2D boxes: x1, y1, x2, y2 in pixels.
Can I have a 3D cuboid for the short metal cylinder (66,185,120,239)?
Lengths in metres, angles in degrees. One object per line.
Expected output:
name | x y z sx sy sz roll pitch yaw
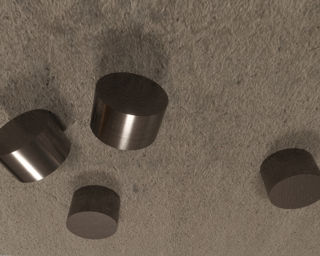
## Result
short metal cylinder | -0.108 0.139 0.508 0.081 0.050 0.079 0 130 0

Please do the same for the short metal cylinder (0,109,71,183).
short metal cylinder | -0.161 0.021 0.387 0.080 0.080 0.050 -15 129 12

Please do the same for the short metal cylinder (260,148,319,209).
short metal cylinder | 0.196 0.076 0.458 0.081 0.050 0.079 0 130 0

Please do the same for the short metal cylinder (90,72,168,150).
short metal cylinder | -0.036 -0.020 0.353 0.081 0.080 0.050 11 129 -10
